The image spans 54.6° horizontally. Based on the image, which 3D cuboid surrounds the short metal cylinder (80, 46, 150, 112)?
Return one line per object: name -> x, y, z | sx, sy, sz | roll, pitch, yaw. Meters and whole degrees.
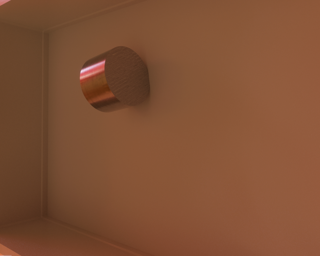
short metal cylinder -> -0.060, -0.065, 0.422 | 0.050, 0.081, 0.080 | -11, 83, 40
